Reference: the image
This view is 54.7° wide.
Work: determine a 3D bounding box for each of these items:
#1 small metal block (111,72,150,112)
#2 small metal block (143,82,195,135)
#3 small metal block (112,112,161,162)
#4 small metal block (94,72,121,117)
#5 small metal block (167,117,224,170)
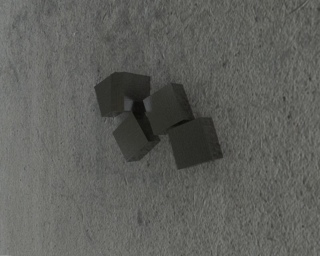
[{"bbox_3d":[-0.039,-0.047,0.421,0.025,0.050,0.050,-1,89,40],"label":"small metal block"},{"bbox_3d":[0.011,-0.023,0.396,0.050,0.025,0.050,-29,72,36],"label":"small metal block"},{"bbox_3d":[-0.034,0.012,0.433,0.050,0.025,0.050,-44,64,31],"label":"small metal block"},{"bbox_3d":[-0.067,-0.049,0.461,0.050,0.025,0.050,-26,74,37],"label":"small metal block"},{"bbox_3d":[0.042,0.019,0.371,0.050,0.025,0.050,-23,76,37],"label":"small metal block"}]
